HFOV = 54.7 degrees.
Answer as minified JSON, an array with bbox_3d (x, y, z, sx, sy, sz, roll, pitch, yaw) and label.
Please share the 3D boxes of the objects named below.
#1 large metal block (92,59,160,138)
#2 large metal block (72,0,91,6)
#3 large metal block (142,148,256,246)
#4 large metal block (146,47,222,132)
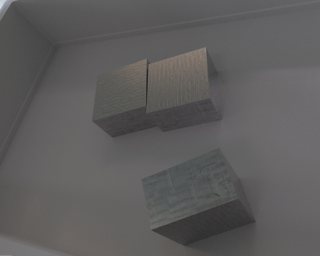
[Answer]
[{"bbox_3d":[-0.044,-0.041,0.438,0.080,0.050,0.080,-14,56,20],"label":"large metal block"},{"bbox_3d":[-0.178,-0.329,0.669,0.050,0.080,0.080,-13,56,21],"label":"large metal block"},{"bbox_3d":[0.040,0.072,0.305,0.080,0.080,0.050,-24,53,13],"label":"large metal block"},{"bbox_3d":[0.031,-0.048,0.403,0.080,0.050,0.080,-12,57,21],"label":"large metal block"}]
